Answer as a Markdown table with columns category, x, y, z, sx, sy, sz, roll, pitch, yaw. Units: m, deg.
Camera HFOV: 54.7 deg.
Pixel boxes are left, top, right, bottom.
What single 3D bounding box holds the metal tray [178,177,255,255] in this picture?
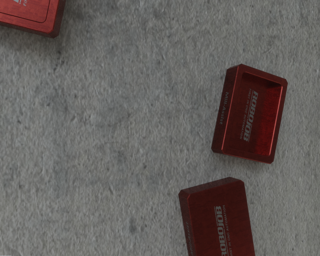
| category | x | y | z | sx | sy | sz | roll | pitch | yaw |
| --- | --- | --- | --- | --- | --- | --- | --- | --- | --- |
| metal tray | 0.082 | 0.143 | 0.439 | 0.091 | 0.030 | 0.129 | -11 | 94 | -20 |

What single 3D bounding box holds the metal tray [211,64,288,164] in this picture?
| category | x | y | z | sx | sy | sz | roll | pitch | yaw |
| --- | --- | --- | --- | --- | --- | --- | --- | --- | --- |
| metal tray | 0.133 | -0.019 | 0.457 | 0.091 | 0.030 | 0.129 | 14 | 85 | -20 |

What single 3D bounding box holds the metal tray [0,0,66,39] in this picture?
| category | x | y | z | sx | sy | sz | roll | pitch | yaw |
| --- | --- | --- | --- | --- | --- | --- | --- | --- | --- |
| metal tray | -0.145 | -0.173 | 0.333 | 0.091 | 0.030 | 0.129 | 13 | 94 | -9 |
